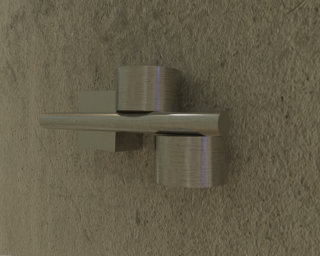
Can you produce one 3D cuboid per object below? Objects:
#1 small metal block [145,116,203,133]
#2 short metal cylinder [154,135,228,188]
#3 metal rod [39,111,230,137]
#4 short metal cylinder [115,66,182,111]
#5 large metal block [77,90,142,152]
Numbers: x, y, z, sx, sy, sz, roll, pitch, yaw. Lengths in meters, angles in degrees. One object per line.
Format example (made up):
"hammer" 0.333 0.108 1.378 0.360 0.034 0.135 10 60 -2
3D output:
"small metal block" 0.017 -0.005 0.373 0.050 0.050 0.025 2 91 39
"short metal cylinder" 0.034 0.033 0.340 0.080 0.081 0.050 0 90 39
"metal rod" -0.057 -0.008 0.385 0.300 0.025 0.025 2 91 38
"short metal cylinder" -0.014 -0.045 0.382 0.080 0.081 0.050 3 92 39
"large metal block" -0.071 -0.011 0.443 0.080 0.050 0.079 4 93 39
